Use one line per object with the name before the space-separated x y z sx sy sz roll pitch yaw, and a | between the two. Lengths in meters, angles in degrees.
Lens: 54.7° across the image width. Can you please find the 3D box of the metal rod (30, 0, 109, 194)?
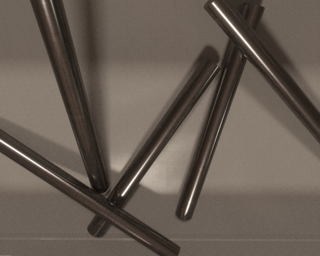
metal rod | -0.090 -0.022 0.338 0.025 0.025 0.298 -2 135 0

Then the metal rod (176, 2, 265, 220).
metal rod | 0.073 -0.007 0.409 0.025 0.025 0.298 13 109 -5

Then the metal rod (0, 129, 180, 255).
metal rod | -0.103 0.092 0.422 0.301 0.025 0.025 34 106 -4

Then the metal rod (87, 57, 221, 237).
metal rod | -0.017 0.037 0.424 0.025 0.025 0.299 31 107 -11

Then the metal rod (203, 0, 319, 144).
metal rod | 0.160 -0.043 0.380 0.025 0.025 0.300 -43 112 14
